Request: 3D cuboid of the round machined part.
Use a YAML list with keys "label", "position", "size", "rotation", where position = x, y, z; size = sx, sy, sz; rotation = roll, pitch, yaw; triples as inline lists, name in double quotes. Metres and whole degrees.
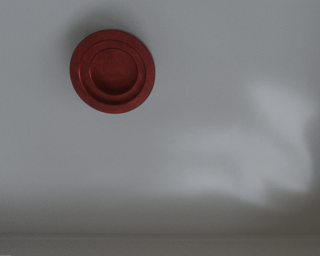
- label: "round machined part"
  position: [-0.055, -0.070, 0.376]
  size: [0.099, 0.042, 0.097]
  rotation: [0, 110, -1]
